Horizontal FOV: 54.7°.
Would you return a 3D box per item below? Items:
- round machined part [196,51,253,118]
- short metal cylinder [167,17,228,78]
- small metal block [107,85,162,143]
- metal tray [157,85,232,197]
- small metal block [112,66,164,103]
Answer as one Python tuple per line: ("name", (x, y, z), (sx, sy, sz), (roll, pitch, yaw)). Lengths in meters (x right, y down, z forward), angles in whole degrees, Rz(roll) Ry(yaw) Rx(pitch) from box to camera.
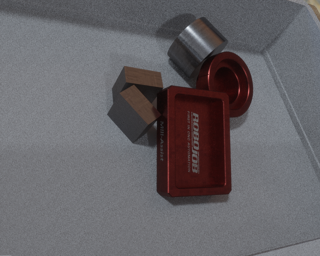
("round machined part", (0.093, -0.063, 0.470), (0.099, 0.042, 0.097), (3, 84, -36))
("short metal cylinder", (0.058, -0.123, 0.478), (0.050, 0.080, 0.080), (48, 51, 5))
("small metal block", (-0.033, -0.016, 0.383), (0.050, 0.050, 0.025), (48, 51, 5))
("metal tray", (0.043, 0.018, 0.386), (0.091, 0.030, 0.129), (4, 82, -27))
("small metal block", (-0.030, -0.052, 0.406), (0.050, 0.050, 0.025), (5, 60, -26))
